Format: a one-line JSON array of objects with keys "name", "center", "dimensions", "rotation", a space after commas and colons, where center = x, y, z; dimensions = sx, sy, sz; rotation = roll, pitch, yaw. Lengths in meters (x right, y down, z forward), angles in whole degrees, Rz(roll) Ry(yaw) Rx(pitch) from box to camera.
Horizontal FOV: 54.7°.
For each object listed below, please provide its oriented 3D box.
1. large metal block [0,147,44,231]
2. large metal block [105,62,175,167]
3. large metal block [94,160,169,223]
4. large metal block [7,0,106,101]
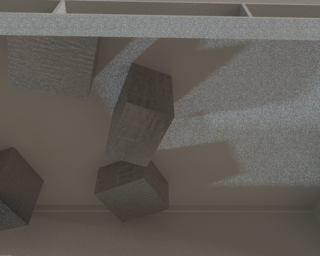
[{"name": "large metal block", "center": [-0.222, 0.088, 0.445], "dimensions": [0.050, 0.080, 0.080], "rotation": [-14, 129, 11]}, {"name": "large metal block", "center": [-0.024, -0.016, 0.360], "dimensions": [0.050, 0.080, 0.079], "rotation": [17, 128, -14]}, {"name": "large metal block", "center": [-0.040, 0.092, 0.471], "dimensions": [0.080, 0.050, 0.080], "rotation": [-21, 128, 16]}, {"name": "large metal block", "center": [-0.106, -0.082, 0.321], "dimensions": [0.081, 0.050, 0.079], "rotation": [12, 129, -11]}]
